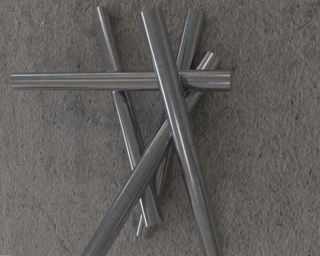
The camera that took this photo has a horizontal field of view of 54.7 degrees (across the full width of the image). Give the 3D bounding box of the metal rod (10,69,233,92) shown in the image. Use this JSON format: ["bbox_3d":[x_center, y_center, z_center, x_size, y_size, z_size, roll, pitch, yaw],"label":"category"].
[{"bbox_3d":[-0.063,-0.059,0.391,0.301,0.025,0.025,3,91,20],"label":"metal rod"}]

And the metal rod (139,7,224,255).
[{"bbox_3d":[0.029,0.019,0.354,0.025,0.025,0.298,-11,103,20],"label":"metal rod"}]

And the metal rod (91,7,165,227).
[{"bbox_3d":[-0.046,-0.024,0.409,0.025,0.025,0.299,-20,78,19],"label":"metal rod"}]

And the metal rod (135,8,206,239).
[{"bbox_3d":[0.013,-0.002,0.404,0.025,0.025,0.298,15,95,19],"label":"metal rod"}]

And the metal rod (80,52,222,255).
[{"bbox_3d":[-0.011,0.039,0.368,0.025,0.025,0.300,29,82,17],"label":"metal rod"}]
